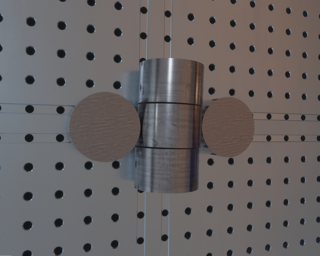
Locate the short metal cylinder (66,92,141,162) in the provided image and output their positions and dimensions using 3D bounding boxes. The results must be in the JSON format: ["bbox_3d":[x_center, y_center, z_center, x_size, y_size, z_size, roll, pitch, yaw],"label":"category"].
[{"bbox_3d":[-0.069,-0.001,0.374,0.081,0.050,0.079,0,90,-21],"label":"short metal cylinder"}]

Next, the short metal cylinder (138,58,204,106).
[{"bbox_3d":[0.014,-0.054,0.389,0.081,0.080,0.050,3,89,-20],"label":"short metal cylinder"}]

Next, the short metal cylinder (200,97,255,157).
[{"bbox_3d":[0.082,-0.001,0.430,0.081,0.050,0.079,0,90,-21],"label":"short metal cylinder"}]

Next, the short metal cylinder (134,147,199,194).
[{"bbox_3d":[0.008,0.049,0.387,0.081,0.080,0.050,1,90,-20],"label":"short metal cylinder"}]

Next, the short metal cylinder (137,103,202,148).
[{"bbox_3d":[0.012,-0.002,0.388,0.081,0.080,0.050,2,90,-20],"label":"short metal cylinder"}]
